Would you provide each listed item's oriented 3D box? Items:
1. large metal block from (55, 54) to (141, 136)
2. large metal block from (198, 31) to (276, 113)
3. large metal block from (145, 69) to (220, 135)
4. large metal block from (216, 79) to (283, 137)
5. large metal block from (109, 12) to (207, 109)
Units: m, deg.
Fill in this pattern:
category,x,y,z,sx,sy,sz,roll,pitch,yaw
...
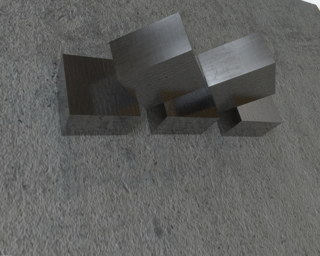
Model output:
category,x,y,z,sx,sy,sz,roll,pitch,yaw
large metal block,-0.077,-0.037,0.372,0.081,0.050,0.080,0,62,-29
large metal block,0.103,-0.070,0.409,0.080,0.080,0.050,-19,64,12
large metal block,0.025,-0.037,0.427,0.081,0.050,0.080,1,62,-28
large metal block,0.130,-0.033,0.482,0.081,0.050,0.080,1,61,-28
large metal block,0.001,-0.071,0.351,0.080,0.080,0.050,45,27,-63
